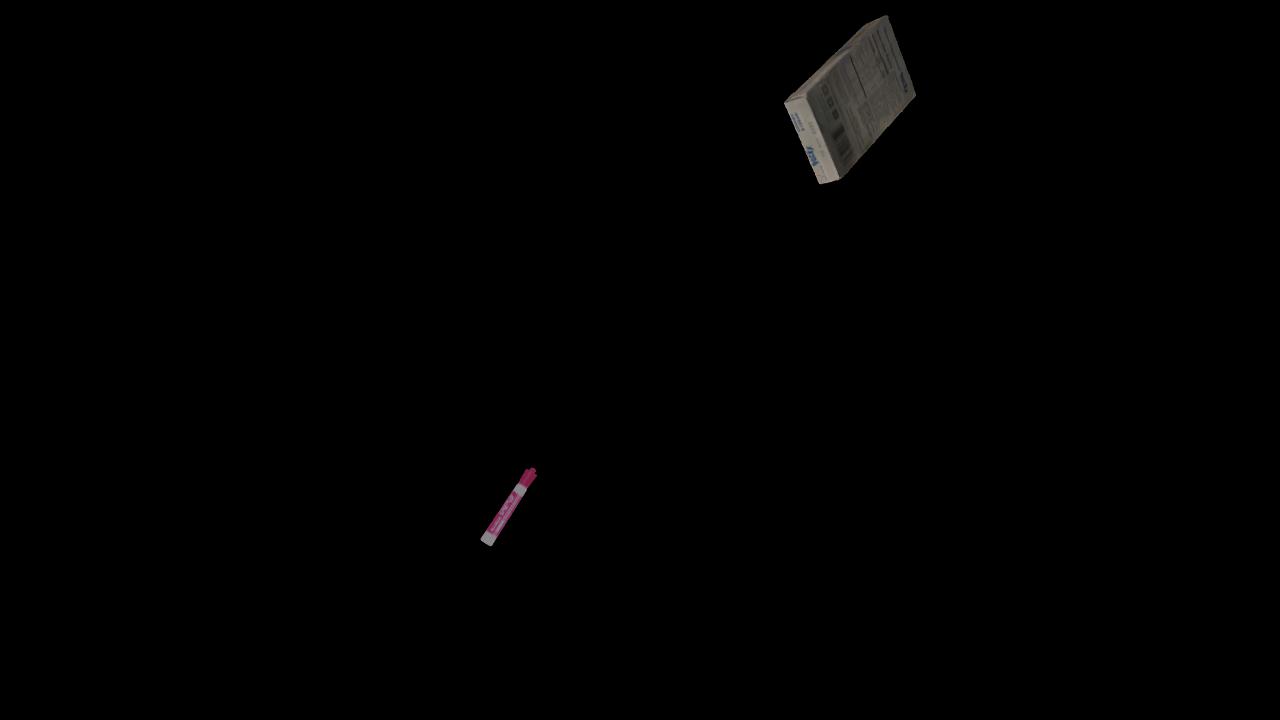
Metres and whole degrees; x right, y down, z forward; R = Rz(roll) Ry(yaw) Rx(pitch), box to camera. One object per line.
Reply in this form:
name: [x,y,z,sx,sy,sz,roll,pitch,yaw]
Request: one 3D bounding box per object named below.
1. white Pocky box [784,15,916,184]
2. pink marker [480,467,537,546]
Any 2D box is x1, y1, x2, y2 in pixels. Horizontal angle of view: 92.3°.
white Pocky box: [0.194,-0.236,0.556,0.154,0.084,0.028,-47,28,-25]
pink marker: [-0.185,0.207,0.876,0.020,0.121,0.020,29,-16,9]
